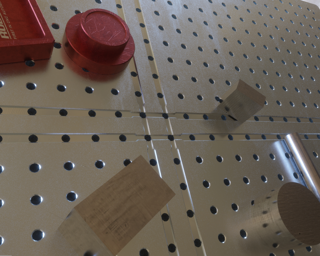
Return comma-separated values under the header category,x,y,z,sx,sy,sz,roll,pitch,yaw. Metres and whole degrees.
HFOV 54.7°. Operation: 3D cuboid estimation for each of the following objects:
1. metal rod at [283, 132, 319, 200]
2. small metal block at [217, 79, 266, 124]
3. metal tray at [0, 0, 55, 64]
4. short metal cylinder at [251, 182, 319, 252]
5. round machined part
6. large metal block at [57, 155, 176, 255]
category,x,y,z,sx,sy,sz,roll,pitch,yaw
metal rod,0.261,0.144,0.460,0.025,0.025,0.299,-4,64,-30
small metal block,0.127,-0.041,0.486,0.050,0.050,0.025,33,52,-7
metal tray,-0.199,-0.142,0.384,0.091,0.030,0.130,-17,71,-35
short metal cylinder,0.170,0.118,0.412,0.081,0.050,0.080,14,56,-21
round machined part,-0.081,-0.126,0.431,0.099,0.042,0.098,14,56,-21
large metal block,-0.044,0.082,0.300,0.050,0.080,0.080,49,51,5
